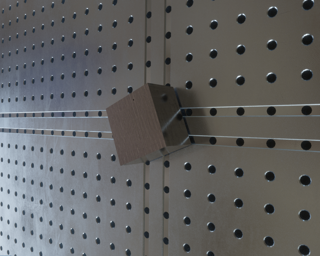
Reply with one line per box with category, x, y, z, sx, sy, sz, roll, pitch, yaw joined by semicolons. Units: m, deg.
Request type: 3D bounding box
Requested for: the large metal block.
large metal block;-0.017;-0.003;0.401;0.080;0.050;0.080;-26;74;36
